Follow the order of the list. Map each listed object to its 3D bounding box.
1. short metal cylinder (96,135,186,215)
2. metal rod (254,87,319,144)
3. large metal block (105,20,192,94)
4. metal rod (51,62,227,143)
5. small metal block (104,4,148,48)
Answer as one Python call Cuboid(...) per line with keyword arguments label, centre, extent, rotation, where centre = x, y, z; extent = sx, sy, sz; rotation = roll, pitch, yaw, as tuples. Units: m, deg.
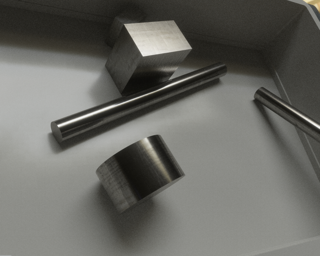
Cuboid(label="short metal cylinder", centre=(-0.020, 0.050, 0.330), extent=(0.081, 0.080, 0.050), rotation=(-22, 74, -36))
Cuboid(label="metal rod", centre=(0.258, 0.024, 0.452), extent=(0.025, 0.025, 0.300), rotation=(-14, 44, -34))
Cuboid(label="large metal block", centre=(-0.018, -0.096, 0.421), extent=(0.081, 0.080, 0.050), rotation=(-19, 72, -35))
Cuboid(label="metal rod", centre=(-0.005, -0.047, 0.432), extent=(0.302, 0.025, 0.025), rotation=(-26, 76, -37))
Cuboid(label="small metal block", centre=(-0.050, -0.145, 0.453), extent=(0.025, 0.050, 0.050), rotation=(39, 51, -2))
